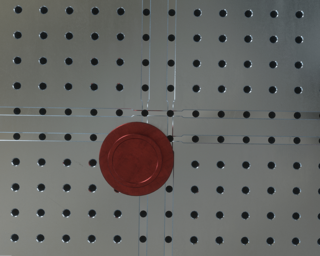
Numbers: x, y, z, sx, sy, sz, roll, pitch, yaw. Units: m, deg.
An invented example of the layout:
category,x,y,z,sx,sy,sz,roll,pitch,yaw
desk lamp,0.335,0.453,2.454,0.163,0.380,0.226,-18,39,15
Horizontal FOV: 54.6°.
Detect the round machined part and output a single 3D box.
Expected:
category,x,y,z,sx,sy,sz,roll,pitch,yaw
round machined part,-0.031,0.040,0.405,0.099,0.042,0.097,0,90,0
